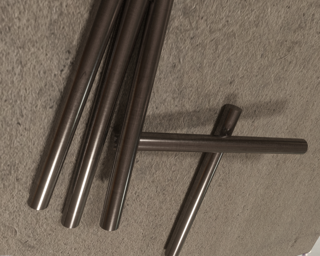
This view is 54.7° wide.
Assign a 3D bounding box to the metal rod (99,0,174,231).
[{"bbox_3d":[-0.029,-0.015,0.356,0.025,0.025,0.298,5,108,-31],"label":"metal rod"}]

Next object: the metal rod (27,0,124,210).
[{"bbox_3d":[-0.091,-0.035,0.335,0.025,0.025,0.298,12,112,-34],"label":"metal rod"}]

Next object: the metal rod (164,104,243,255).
[{"bbox_3d":[0.064,0.101,0.506,0.025,0.025,0.298,4,116,-31],"label":"metal rod"}]

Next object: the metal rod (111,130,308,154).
[{"bbox_3d":[0.083,0.022,0.438,0.303,0.025,0.025,3,117,-20],"label":"metal rod"}]

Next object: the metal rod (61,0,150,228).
[{"bbox_3d":[-0.072,-0.003,0.366,0.025,0.025,0.298,7,115,-32],"label":"metal rod"}]
